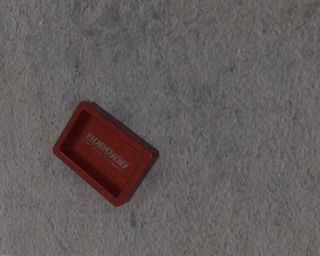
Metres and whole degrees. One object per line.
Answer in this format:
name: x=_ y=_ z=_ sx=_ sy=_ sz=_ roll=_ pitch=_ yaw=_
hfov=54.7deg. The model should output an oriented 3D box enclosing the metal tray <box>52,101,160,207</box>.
metal tray: x=-0.077 y=0.034 z=0.432 sx=0.130 sy=0.030 sz=0.090 roll=36 pitch=101 yaw=16
